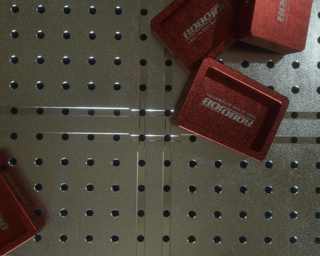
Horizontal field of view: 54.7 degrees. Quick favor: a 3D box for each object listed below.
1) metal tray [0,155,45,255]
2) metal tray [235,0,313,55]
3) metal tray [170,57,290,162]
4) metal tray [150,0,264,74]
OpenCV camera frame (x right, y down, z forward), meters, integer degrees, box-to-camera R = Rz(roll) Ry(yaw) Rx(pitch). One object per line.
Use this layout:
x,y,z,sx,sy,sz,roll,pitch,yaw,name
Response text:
-0.227,0.104,0.407,0.090,0.030,0.130,-33,90,-1,metal tray
0.151,-0.169,0.396,0.091,0.030,0.129,9,90,-24,metal tray
0.090,-0.022,0.394,0.131,0.030,0.090,23,90,-16,metal tray
0.063,-0.143,0.411,0.130,0.030,0.090,-41,91,-1,metal tray
